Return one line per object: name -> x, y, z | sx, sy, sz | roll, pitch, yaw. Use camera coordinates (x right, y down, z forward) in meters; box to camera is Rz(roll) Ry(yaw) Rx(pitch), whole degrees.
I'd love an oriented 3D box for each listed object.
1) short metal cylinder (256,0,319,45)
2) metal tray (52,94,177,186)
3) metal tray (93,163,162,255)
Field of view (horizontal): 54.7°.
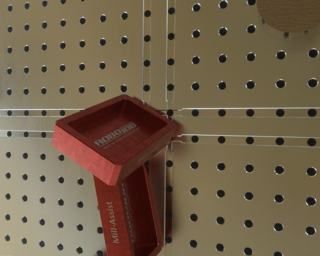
short metal cylinder -> 0.151, -0.139, 0.346 | 0.080, 0.050, 0.079 | 0, 90, 20
metal tray -> -0.049, 0.006, 0.373 | 0.090, 0.131, 0.030 | 31, 122, 17
metal tray -> -0.038, 0.106, 0.391 | 0.030, 0.090, 0.129 | -13, 86, 20
